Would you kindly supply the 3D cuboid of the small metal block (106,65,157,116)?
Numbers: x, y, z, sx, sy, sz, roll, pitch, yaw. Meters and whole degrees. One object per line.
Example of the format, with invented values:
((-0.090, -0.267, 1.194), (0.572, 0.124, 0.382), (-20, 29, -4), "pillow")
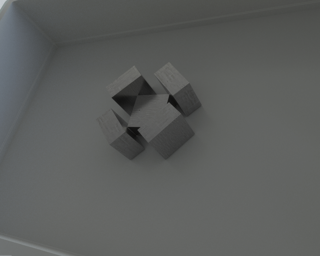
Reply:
((-0.039, -0.052, 0.439), (0.050, 0.050, 0.025), (-37, 50, 5), "small metal block")

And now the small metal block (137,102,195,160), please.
((0.009, 0.005, 0.379), (0.050, 0.050, 0.025), (-42, 52, -1), "small metal block")

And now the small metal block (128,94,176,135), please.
((-0.010, -0.017, 0.419), (0.050, 0.025, 0.050), (1, 62, 28), "small metal block")

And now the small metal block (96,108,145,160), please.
((-0.052, 0.008, 0.410), (0.025, 0.050, 0.050), (-39, 51, 3), "small metal block")

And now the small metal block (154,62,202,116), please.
((0.024, -0.050, 0.405), (0.025, 0.050, 0.050), (-38, 52, 2), "small metal block")
